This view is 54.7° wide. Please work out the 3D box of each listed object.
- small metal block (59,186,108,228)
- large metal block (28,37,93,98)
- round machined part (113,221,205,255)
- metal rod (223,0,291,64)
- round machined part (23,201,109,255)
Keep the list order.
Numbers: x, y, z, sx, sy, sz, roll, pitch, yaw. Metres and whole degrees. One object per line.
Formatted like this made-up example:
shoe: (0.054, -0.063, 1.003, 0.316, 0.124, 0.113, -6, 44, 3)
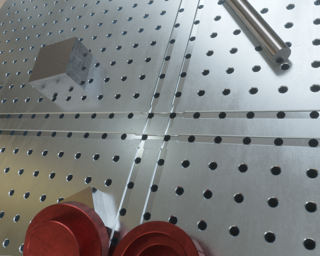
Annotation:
small metal block: (-0.098, 0.109, 0.393, 0.050, 0.025, 0.050, -28, 52, 10)
large metal block: (-0.174, -0.106, 0.549, 0.080, 0.050, 0.080, -8, 58, 23)
round machined part: (0.001, 0.146, 0.307, 0.098, 0.042, 0.098, -13, 56, 21)
metal rod: (0.110, -0.201, 0.474, 0.025, 0.025, 0.299, -28, 52, 10)
round machined part: (-0.112, 0.135, 0.349, 0.098, 0.042, 0.097, -1, 84, 14)
